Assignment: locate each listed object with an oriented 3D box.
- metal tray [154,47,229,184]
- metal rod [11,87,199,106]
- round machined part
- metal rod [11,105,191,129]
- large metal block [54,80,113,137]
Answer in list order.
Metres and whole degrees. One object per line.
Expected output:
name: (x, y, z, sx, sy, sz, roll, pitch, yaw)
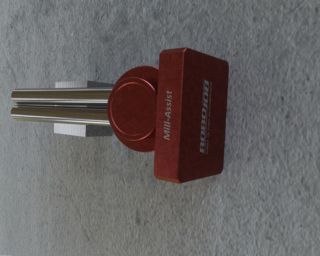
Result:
metal tray: (0.036, -0.012, 0.332, 0.030, 0.091, 0.129, 5, 93, 40)
metal rod: (-0.088, -0.042, 0.418, 0.301, 0.025, 0.025, 3, 92, 27)
round machined part: (-0.020, -0.021, 0.346, 0.098, 0.042, 0.097, 1, 93, 29)
metal rod: (-0.089, -0.016, 0.419, 0.301, 0.025, 0.025, 4, 92, 27)
large metal block: (-0.118, -0.030, 0.480, 0.080, 0.050, 0.079, 4, 93, 39)
